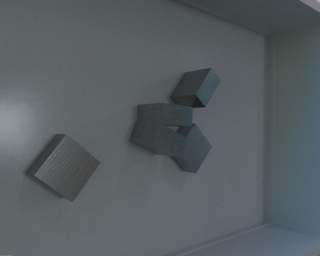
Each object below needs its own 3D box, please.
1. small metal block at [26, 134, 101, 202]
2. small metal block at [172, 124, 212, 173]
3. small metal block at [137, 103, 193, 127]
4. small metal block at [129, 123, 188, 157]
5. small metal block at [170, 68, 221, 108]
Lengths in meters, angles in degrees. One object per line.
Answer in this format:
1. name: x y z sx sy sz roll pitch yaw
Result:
1. small metal block: -0.100 0.041 0.324 0.050 0.025 0.050 47 62 -30
2. small metal block: 0.042 0.029 0.444 0.050 0.025 0.050 51 60 -28
3. small metal block: 0.006 -0.016 0.397 0.050 0.050 0.025 5 87 -40
4. small metal block: -0.002 0.015 0.391 0.050 0.050 0.025 29 72 -37
5. small metal block: 0.049 -0.055 0.434 0.025 0.050 0.050 47 62 -30
